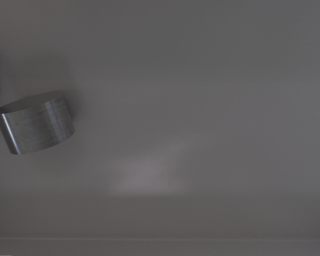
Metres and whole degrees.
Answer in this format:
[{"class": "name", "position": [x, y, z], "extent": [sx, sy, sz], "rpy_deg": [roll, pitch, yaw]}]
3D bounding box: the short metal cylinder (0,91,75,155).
[{"class": "short metal cylinder", "position": [-0.151, -0.008, 0.377], "extent": [0.080, 0.080, 0.050], "rpy_deg": [-12, 110, 4]}]
